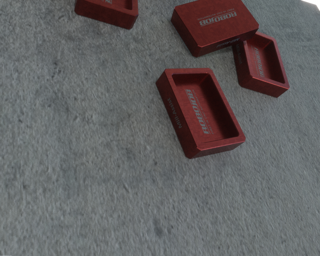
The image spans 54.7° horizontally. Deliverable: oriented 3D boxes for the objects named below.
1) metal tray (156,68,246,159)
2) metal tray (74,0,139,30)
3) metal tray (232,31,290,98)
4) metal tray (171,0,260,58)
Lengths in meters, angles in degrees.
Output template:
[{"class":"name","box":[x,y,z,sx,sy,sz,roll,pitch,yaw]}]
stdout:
[{"class":"metal tray","box":[0.058,-0.026,0.449,0.091,0.030,0.130,-8,66,-32]},{"class":"metal tray","box":[-0.083,-0.224,0.493,0.091,0.030,0.130,10,57,-23]},{"class":"metal tray","box":[0.185,-0.126,0.579,0.091,0.030,0.130,13,56,-22]},{"class":"metal tray","box":[0.097,-0.185,0.544,0.131,0.030,0.090,-23,73,-19]}]
